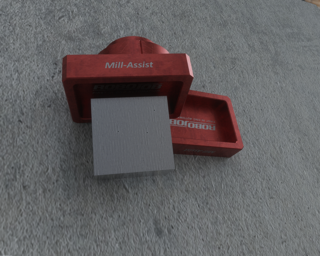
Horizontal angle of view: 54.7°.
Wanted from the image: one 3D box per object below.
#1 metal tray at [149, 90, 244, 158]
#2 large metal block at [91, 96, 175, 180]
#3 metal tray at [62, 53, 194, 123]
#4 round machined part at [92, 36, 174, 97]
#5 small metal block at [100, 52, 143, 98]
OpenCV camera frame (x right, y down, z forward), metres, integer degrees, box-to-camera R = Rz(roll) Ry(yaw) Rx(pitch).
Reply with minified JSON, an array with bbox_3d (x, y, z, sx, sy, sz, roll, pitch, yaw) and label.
[{"bbox_3d":[0.048,-0.008,0.435,0.131,0.030,0.090,6,59,-25],"label":"metal tray"},{"bbox_3d":[-0.032,0.012,0.342,0.081,0.050,0.080,-3,75,-10],"label":"large metal block"},{"bbox_3d":[-0.036,-0.042,0.349,0.131,0.090,0.030,-3,63,-9],"label":"metal tray"},{"bbox_3d":[-0.032,-0.071,0.372,0.099,0.097,0.042,6,59,-26],"label":"round machined part"},{"bbox_3d":[-0.053,-0.071,0.422,0.050,0.025,0.050,6,59,-25],"label":"small metal block"}]
